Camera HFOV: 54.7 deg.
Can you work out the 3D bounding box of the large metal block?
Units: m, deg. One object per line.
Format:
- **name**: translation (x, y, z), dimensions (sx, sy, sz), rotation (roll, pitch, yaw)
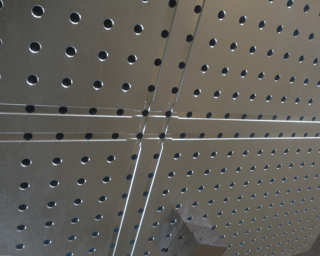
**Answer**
- **large metal block**: translation (0.065, 0.229, 0.575), dimensions (0.080, 0.050, 0.080), rotation (23, 106, -37)
